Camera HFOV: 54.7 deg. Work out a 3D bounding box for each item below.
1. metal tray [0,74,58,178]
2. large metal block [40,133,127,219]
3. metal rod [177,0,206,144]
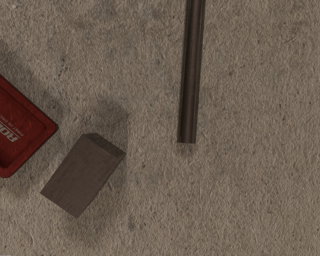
[{"bbox_3d":[-0.207,-0.012,0.387,0.130,0.030,0.090,44,81,-10],"label":"metal tray"},{"bbox_3d":[-0.089,0.053,0.381,0.050,0.080,0.080,35,90,-1],"label":"large metal block"},{"bbox_3d":[0.045,-0.129,0.410,0.025,0.025,0.298,4,90,-1],"label":"metal rod"}]
